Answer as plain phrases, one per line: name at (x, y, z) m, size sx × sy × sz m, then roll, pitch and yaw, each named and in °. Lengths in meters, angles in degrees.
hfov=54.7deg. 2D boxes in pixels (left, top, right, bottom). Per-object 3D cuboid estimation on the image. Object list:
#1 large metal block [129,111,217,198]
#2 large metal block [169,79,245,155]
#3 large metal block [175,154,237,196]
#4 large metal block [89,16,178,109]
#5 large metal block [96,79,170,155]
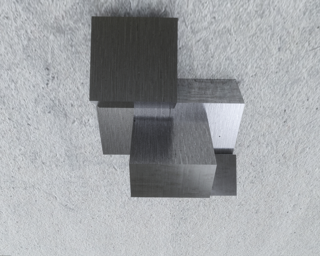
large metal block at (0.011, 0.026, 0.330) m, size 0.081 × 0.080 × 0.050 m, roll 1°, pitch 130°, yaw -1°
large metal block at (0.051, -0.013, 0.380) m, size 0.081 × 0.050 × 0.079 m, roll 1°, pitch 130°, yaw -1°
large metal block at (0.052, 0.060, 0.416) m, size 0.081 × 0.080 × 0.050 m, roll 0°, pitch 86°, yaw -1°
large metal block at (-0.024, -0.063, 0.311) m, size 0.081 × 0.050 × 0.080 m, roll 1°, pitch 86°, yaw -1°
large metal block at (-0.030, -0.013, 0.379) m, size 0.081 × 0.050 × 0.079 m, roll 1°, pitch 130°, yaw -1°
